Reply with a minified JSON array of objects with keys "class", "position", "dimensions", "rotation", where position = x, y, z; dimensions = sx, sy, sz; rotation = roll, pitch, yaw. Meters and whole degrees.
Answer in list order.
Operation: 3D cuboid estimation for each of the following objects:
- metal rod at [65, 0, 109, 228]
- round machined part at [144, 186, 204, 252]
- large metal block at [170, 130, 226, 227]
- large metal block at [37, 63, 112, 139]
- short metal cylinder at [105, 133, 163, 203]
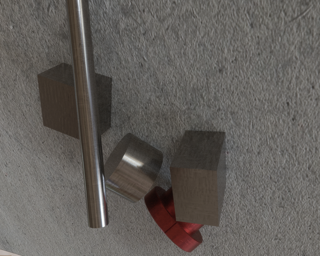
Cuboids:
[{"class":"metal rod","position":[-0.086,-0.031,0.363],"dimensions":[0.025,0.025,0.298],"rotation":[-1,97,28]},{"class":"round machined part","position":[0.027,0.118,0.429],"dimensions":[0.042,0.098,0.098],"rotation":[-43,95,4]},{"class":"large metal block","position":[0.050,0.058,0.376],"dimensions":[0.050,0.080,0.079],"rotation":[3,120,18]},{"class":"large metal block","position":[-0.115,-0.035,0.428],"dimensions":[0.080,0.050,0.079],"rotation":[19,126,16]},{"class":"short metal cylinder","position":[-0.040,0.053,0.416],"dimensions":[0.050,0.080,0.080],"rotation":[33,131,-16]}]
